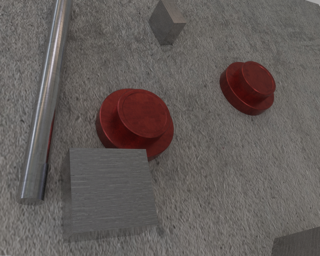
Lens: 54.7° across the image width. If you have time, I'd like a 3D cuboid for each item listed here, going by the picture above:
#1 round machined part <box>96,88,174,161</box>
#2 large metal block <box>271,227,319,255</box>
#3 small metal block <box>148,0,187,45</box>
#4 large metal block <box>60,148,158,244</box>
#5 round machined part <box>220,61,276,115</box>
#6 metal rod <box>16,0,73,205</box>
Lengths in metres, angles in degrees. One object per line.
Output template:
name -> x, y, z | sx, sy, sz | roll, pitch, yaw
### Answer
round machined part -> -0.026, -0.010, 0.385 | 0.099, 0.042, 0.098 | 14, 56, -21
large metal block -> 0.173, 0.170, 0.358 | 0.050, 0.080, 0.080 | 36, 51, -5
small metal block -> 0.011, -0.169, 0.497 | 0.025, 0.050, 0.050 | -13, 69, -34
large metal block -> -0.055, 0.068, 0.317 | 0.081, 0.050, 0.080 | 3, 60, -27
round machined part -> 0.153, -0.073, 0.520 | 0.099, 0.042, 0.098 | 14, 56, -21
metal rod -> -0.130, -0.059, 0.369 | 0.025, 0.025, 0.299 | 11, 57, -23
